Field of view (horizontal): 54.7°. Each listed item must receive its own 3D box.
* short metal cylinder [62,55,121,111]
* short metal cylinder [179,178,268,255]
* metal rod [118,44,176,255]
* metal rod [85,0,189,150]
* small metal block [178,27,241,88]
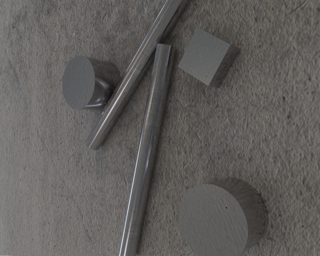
[{"bbox_3d":[-0.105,-0.067,0.475,0.080,0.050,0.080,0,90,40],"label":"short metal cylinder"},{"bbox_3d":[0.067,0.097,0.333,0.080,0.050,0.080,0,90,40],"label":"short metal cylinder"},{"bbox_3d":[-0.019,0.039,0.420,0.025,0.025,0.298,18,101,38],"label":"metal rod"},{"bbox_3d":[-0.030,-0.084,0.429,0.025,0.025,0.298,49,119,28],"label":"metal rod"},{"bbox_3d":[0.056,-0.081,0.359,0.050,0.025,0.050,40,114,32],"label":"small metal block"}]
